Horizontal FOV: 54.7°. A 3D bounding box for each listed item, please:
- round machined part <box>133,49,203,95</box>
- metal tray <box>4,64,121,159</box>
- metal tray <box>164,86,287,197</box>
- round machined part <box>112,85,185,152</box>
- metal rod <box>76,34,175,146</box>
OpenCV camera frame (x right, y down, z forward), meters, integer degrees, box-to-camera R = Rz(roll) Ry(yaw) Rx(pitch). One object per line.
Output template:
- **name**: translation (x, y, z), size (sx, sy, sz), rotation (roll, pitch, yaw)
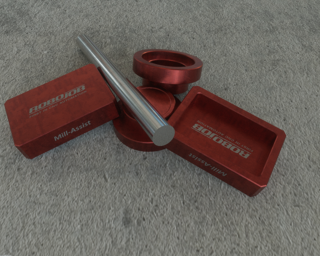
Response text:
- **round machined part**: translation (0.010, -0.080, 0.447), size (0.099, 0.042, 0.098), rotation (6, 28, -3)
- **metal tray**: translation (-0.129, -0.026, 0.408), size (0.131, 0.030, 0.090), rotation (-27, 52, -11)
- **metal tray**: translation (0.076, 0.012, 0.378), size (0.130, 0.030, 0.090), rotation (30, 55, 10)
- **round machined part**: translation (-0.014, -0.020, 0.411), size (0.099, 0.042, 0.098), rotation (0, 50, 0)
- **metal rod**: translation (-0.063, -0.070, 0.420), size (0.025, 0.025, 0.300), rotation (-22, 40, -17)
